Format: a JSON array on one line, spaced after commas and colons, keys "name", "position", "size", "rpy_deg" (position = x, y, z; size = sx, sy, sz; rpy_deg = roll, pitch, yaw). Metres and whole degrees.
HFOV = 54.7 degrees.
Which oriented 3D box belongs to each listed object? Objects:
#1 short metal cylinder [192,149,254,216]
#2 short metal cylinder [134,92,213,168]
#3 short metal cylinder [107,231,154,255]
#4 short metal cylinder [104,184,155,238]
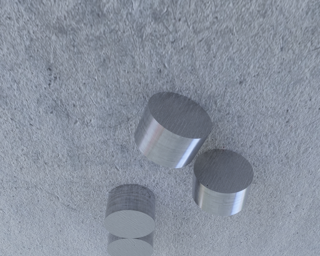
[{"name": "short metal cylinder", "position": [0.086, 0.075, 0.436], "size": [0.080, 0.080, 0.050], "rpy_deg": [-1, 130, 0]}, {"name": "short metal cylinder", "position": [0.015, 0.001, 0.372], "size": [0.081, 0.080, 0.050], "rpy_deg": [16, 128, -14]}, {"name": "short metal cylinder", "position": [-0.052, 0.197, 0.558], "size": [0.081, 0.050, 0.079], "rpy_deg": [0, 130, 0]}, {"name": "short metal cylinder", "position": [-0.048, 0.137, 0.507], "size": [0.081, 0.050, 0.079], "rpy_deg": [0, 130, 0]}]
